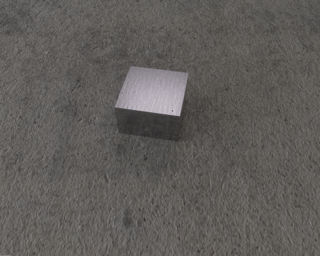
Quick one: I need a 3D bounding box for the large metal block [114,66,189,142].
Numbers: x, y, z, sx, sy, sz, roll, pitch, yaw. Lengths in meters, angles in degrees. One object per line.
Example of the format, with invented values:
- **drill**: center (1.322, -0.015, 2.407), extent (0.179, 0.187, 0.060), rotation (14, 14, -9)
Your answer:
- **large metal block**: center (-0.008, -0.034, 0.416), extent (0.080, 0.050, 0.080), rotation (8, 51, 7)
